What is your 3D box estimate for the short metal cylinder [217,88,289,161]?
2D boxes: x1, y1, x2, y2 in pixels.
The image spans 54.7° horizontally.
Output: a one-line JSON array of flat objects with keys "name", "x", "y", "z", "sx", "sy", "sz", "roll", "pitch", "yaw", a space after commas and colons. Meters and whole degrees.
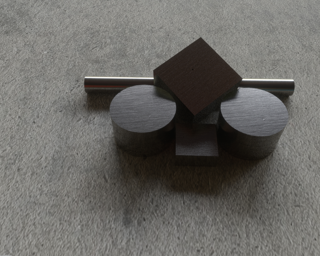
[{"name": "short metal cylinder", "x": 0.114, "y": -0.005, "z": 0.393, "sx": 0.081, "sy": 0.050, "sz": 0.080, "roll": 0, "pitch": 50, "yaw": 0}]

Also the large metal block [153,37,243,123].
[{"name": "large metal block", "x": 0.048, "y": -0.060, "z": 0.416, "sx": 0.080, "sy": 0.050, "sz": 0.080, "roll": -37, "pitch": 75, "yaw": -12}]

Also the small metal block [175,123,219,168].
[{"name": "small metal block", "x": 0.044, "y": 0.021, "z": 0.388, "sx": 0.050, "sy": 0.025, "sz": 0.050, "roll": 2, "pitch": 50, "yaw": 1}]

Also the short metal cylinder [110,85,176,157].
[{"name": "short metal cylinder", "x": -0.021, "y": -0.010, "z": 0.395, "sx": 0.081, "sy": 0.050, "sz": 0.080, "roll": 0, "pitch": 50, "yaw": 0}]

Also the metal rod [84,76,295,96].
[{"name": "metal rod", "x": 0.042, "y": -0.062, "z": 0.456, "sx": 0.302, "sy": 0.025, "sz": 0.025, "roll": 1, "pitch": 50, "yaw": 0}]
